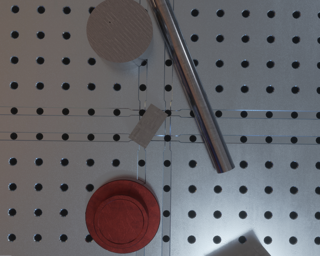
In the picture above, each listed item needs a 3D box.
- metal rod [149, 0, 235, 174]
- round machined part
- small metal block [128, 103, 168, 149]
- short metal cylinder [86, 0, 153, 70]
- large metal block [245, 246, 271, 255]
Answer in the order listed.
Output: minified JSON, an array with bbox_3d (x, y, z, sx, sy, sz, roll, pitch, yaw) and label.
[{"bbox_3d":[0.034,-0.083,0.413,0.025,0.025,0.299,-22,90,0],"label":"metal rod"},{"bbox_3d":[-0.049,0.116,0.404,0.099,0.042,0.097,0,90,-1],"label":"round machined part"},{"bbox_3d":[-0.014,-0.003,0.401,0.025,0.050,0.050,34,90,-1],"label":"small metal block"},{"bbox_3d":[-0.049,-0.119,0.400,0.081,0.050,0.079,0,90,-1],"label":"short metal cylinder"},{"bbox_3d":[0.126,0.217,0.403,0.080,0.050,0.080,-29,90,0],"label":"large metal block"}]
